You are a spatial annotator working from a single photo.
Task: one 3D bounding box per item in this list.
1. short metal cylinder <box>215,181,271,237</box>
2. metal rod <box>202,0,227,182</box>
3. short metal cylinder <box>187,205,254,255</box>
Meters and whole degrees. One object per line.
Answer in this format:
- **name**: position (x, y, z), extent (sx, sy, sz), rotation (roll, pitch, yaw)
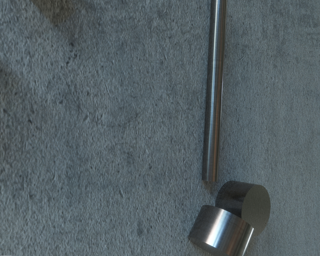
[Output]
- **short metal cylinder**: position (0.135, 0.128, 0.502), extent (0.081, 0.050, 0.079), rotation (0, 90, -40)
- **metal rod**: position (0.084, -0.070, 0.475), extent (0.025, 0.025, 0.298), rotation (6, 86, -40)
- **short metal cylinder**: position (0.087, 0.152, 0.442), extent (0.080, 0.080, 0.050), rotation (45, 64, -31)
